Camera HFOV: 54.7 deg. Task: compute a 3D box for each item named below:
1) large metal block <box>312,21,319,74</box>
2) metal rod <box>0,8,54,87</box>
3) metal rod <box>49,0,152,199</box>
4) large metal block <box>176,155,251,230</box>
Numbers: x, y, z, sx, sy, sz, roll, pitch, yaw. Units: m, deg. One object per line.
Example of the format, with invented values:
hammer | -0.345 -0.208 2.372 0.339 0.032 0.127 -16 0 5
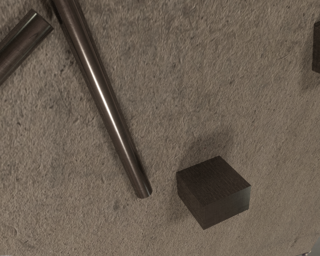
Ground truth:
large metal block | 0.282 -0.130 0.468 0.080 0.050 0.080 -28 128 -11
metal rod | -0.213 0.006 0.294 0.300 0.025 0.025 -45 130 3
metal rod | -0.058 -0.020 0.363 0.025 0.025 0.298 -27 128 -12
large metal block | 0.080 0.096 0.477 0.081 0.080 0.050 -19 126 -18
